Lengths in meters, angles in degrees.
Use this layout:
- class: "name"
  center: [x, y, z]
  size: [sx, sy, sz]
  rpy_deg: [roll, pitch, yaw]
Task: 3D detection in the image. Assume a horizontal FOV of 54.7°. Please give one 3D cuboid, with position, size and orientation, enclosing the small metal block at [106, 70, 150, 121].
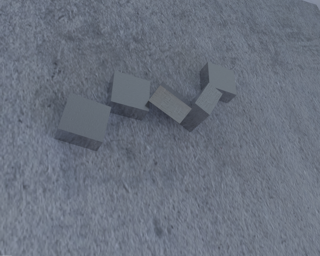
- class: "small metal block"
  center: [-0.042, -0.042, 0.408]
  size: [0.050, 0.025, 0.050]
  rpy_deg: [14, 56, -21]

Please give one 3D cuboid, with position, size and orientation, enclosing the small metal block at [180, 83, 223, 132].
- class: "small metal block"
  center: [0.056, -0.029, 0.437]
  size: [0.025, 0.050, 0.050]
  rpy_deg: [39, 51, -3]

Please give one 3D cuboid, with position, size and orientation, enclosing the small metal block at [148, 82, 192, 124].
- class: "small metal block"
  center: [0.014, -0.036, 0.418]
  size: [0.050, 0.025, 0.050]
  rpy_deg: [36, 13, -6]

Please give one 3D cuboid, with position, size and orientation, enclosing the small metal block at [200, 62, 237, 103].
- class: "small metal block"
  center: [0.094, -0.073, 0.501]
  size: [0.050, 0.025, 0.050]
  rpy_deg: [15, 56, -20]

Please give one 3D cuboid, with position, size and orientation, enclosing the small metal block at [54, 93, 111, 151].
- class: "small metal block"
  center: [-0.089, -0.007, 0.361]
  size: [0.050, 0.025, 0.050]
  rpy_deg: [19, 54, -18]
